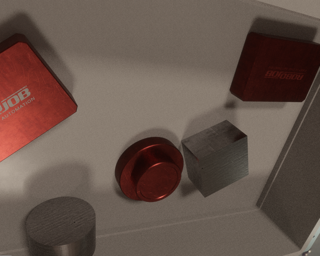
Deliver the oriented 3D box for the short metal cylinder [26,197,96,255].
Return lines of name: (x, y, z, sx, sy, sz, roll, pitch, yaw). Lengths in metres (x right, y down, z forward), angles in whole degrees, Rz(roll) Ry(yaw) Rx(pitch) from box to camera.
short metal cylinder: (-0.122, 0.132, 0.389, 0.081, 0.080, 0.050, -8, 122, -25)

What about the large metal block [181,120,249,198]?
large metal block: (0.085, 0.046, 0.470, 0.081, 0.050, 0.080, -24, 128, -14)

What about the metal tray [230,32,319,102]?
metal tray: (0.173, -0.085, 0.450, 0.131, 0.030, 0.089, -2, 119, -28)

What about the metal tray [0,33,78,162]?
metal tray: (-0.162, -0.020, 0.305, 0.130, 0.030, 0.090, -35, 129, -6)

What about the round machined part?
round machined part: (-0.010, 0.065, 0.434, 0.099, 0.042, 0.097, -14, 125, -21)
